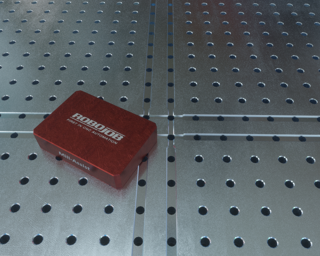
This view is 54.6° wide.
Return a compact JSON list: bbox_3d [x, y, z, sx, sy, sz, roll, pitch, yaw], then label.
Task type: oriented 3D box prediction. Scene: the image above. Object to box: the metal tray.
[{"bbox_3d":[-0.080,0.009,0.396,0.130,0.030,0.090,24,54,19],"label":"metal tray"}]
